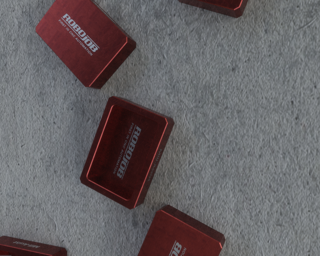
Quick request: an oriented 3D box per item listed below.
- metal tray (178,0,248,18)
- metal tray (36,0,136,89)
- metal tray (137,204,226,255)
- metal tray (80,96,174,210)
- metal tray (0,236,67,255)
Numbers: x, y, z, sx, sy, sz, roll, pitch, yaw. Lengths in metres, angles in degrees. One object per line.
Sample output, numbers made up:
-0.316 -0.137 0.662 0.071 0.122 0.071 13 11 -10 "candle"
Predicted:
0.079 -0.212 0.378 0.090 0.030 0.129 24 98 18 "metal tray"
-0.108 -0.131 0.445 0.090 0.030 0.130 -46 76 14 "metal tray"
0.017 0.178 0.400 0.090 0.030 0.129 25 98 18 "metal tray"
-0.046 0.032 0.422 0.090 0.030 0.129 24 98 18 "metal tray"
-0.209 0.225 0.479 0.130 0.030 0.089 2 91 19 "metal tray"
